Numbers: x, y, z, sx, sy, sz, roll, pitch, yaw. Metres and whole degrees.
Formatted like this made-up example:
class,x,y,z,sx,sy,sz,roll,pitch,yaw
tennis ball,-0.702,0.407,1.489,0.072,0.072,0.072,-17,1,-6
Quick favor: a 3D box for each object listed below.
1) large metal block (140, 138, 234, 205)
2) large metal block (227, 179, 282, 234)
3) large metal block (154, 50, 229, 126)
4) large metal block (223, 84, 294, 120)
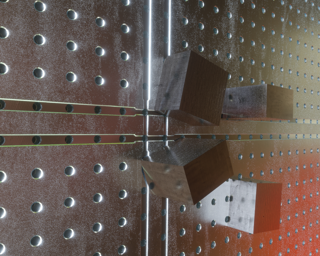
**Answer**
class,x,y,z,sx,sy,sz,roll,pitch,yaw
large metal block,0.035,0.052,0.405,0.081,0.080,0.050,-26,107,-37
large metal block,0.165,0.132,0.535,0.081,0.050,0.080,9,84,-40
large metal block,0.045,-0.051,0.433,0.080,0.050,0.080,19,78,-39
large metal block,0.162,-0.039,0.512,0.081,0.080,0.050,3,89,-40
